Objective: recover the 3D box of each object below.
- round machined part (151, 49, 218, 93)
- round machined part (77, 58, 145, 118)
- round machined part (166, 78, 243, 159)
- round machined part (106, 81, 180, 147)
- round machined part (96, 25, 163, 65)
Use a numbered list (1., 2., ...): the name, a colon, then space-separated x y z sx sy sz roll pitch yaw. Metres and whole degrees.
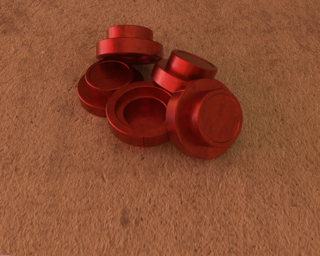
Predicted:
1. round machined part: 0.041 -0.076 0.430 0.099 0.042 0.098 19 25 -9
2. round machined part: -0.070 -0.063 0.448 0.099 0.042 0.098 0 50 0
3. round machined part: 0.059 -0.011 0.368 0.099 0.098 0.042 -36 18 -26
4. round machined part: -0.018 -0.014 0.405 0.099 0.042 0.098 0 50 0
5. round machined part: -0.044 -0.122 0.458 0.099 0.098 0.042 1 92 0
